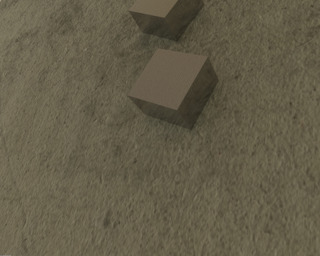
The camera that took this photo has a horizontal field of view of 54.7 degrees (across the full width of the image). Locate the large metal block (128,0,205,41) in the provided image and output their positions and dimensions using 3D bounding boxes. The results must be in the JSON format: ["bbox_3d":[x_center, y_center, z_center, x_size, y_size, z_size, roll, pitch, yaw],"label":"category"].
[{"bbox_3d":[0.011,-0.195,0.500,0.080,0.050,0.080,26,76,36],"label":"large metal block"}]

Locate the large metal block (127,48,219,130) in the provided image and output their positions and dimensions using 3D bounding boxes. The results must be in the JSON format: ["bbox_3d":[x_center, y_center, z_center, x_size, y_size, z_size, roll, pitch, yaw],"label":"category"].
[{"bbox_3d":[0.019,-0.053,0.410,0.080,0.050,0.080,20,72,35],"label":"large metal block"}]
